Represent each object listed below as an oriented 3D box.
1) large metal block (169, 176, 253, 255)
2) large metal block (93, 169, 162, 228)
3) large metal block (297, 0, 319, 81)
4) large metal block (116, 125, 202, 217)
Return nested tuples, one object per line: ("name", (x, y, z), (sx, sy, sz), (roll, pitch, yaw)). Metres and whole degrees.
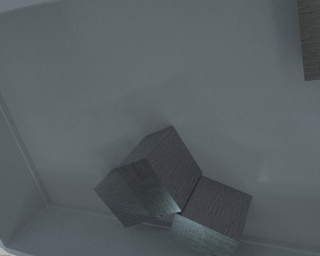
("large metal block", (0.068, 0.117, 0.409), (0.080, 0.080, 0.050), (21, 127, 15))
("large metal block", (-0.039, 0.098, 0.472), (0.080, 0.050, 0.080), (-29, 103, 37))
("large metal block", (0.160, -0.089, 0.253), (0.080, 0.050, 0.080), (-3, 117, 29))
("large metal block", (0.003, 0.055, 0.405), (0.050, 0.080, 0.080), (-23, 106, 36))
